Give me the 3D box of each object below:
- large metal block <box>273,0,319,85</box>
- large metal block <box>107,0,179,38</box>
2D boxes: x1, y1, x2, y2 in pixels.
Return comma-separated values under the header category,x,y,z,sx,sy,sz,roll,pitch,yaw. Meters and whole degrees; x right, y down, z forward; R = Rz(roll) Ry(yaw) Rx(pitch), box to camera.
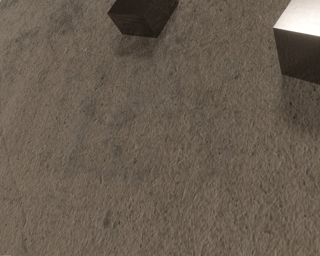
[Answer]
category,x,y,z,sx,sy,sz,roll,pitch,yaw
large metal block,0.176,-0.090,0.332,0.080,0.080,0.050,27,77,37
large metal block,-0.028,-0.204,0.526,0.080,0.050,0.080,18,71,34
